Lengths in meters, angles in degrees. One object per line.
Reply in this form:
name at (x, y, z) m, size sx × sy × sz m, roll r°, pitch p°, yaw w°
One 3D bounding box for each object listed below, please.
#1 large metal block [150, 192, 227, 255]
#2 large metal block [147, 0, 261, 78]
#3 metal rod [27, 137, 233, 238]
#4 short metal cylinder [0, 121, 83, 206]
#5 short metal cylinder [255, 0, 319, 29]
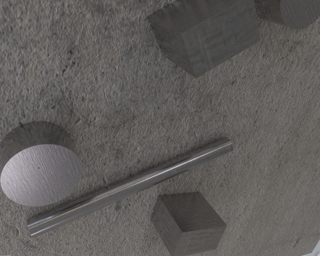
large metal block at (0.043, 0.148, 0.486) m, size 0.081 × 0.080 × 0.050 m, roll 2°, pitch 117°, yaw -30°
large metal block at (0.045, -0.107, 0.330) m, size 0.080 × 0.080 × 0.050 m, roll -31°, pitch 129°, yaw -8°
metal rod at (-0.030, 0.077, 0.438) m, size 0.302 × 0.025 × 0.025 m, roll -21°, pitch 127°, yaw -16°
short metal cylinder at (-0.132, 0.039, 0.343) m, size 0.081 × 0.050 × 0.079 m, roll -14°, pitch 124°, yaw -21°
short metal cylinder at (0.160, -0.166, 0.375) m, size 0.081 × 0.050 × 0.079 m, roll -14°, pitch 124°, yaw -21°
